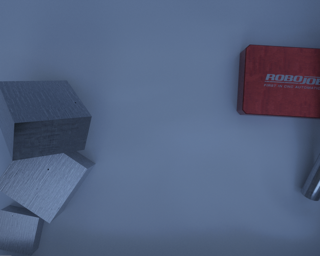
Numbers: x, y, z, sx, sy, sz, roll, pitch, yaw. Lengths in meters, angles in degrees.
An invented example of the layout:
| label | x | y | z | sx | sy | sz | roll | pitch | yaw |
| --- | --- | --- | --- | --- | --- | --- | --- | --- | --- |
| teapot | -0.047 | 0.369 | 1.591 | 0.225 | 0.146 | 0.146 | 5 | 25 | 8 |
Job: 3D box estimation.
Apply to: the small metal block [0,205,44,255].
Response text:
| label | x | y | z | sx | sy | sz | roll | pitch | yaw |
| --- | --- | --- | --- | --- | --- | --- | --- | --- | --- |
| small metal block | -0.185 | 0.134 | 0.409 | 0.050 | 0.025 | 0.050 | 12 | 90 | -1 |

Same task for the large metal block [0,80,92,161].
| label | x | y | z | sx | sy | sz | roll | pitch | yaw |
| --- | --- | --- | --- | --- | --- | --- | --- | --- | --- |
| large metal block | -0.137 | -0.013 | 0.361 | 0.081 | 0.080 | 0.050 | -7 | 131 | -36 |

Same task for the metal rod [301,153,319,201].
| label | x | y | z | sx | sy | sz | roll | pitch | yaw |
| --- | --- | --- | --- | --- | --- | --- | --- | --- | --- |
| metal rod | 0.236 | -0.042 | 0.357 | 0.025 | 0.025 | 0.298 | 14 | 113 | -1 |

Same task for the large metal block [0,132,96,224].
| label | x | y | z | sx | sy | sz | roll | pitch | yaw |
| --- | --- | --- | --- | --- | --- | --- | --- | --- | --- |
| large metal block | -0.144 | 0.060 | 0.397 | 0.080 | 0.050 | 0.080 | 34 | 90 | -1 |

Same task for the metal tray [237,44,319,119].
| label | x | y | z | sx | sy | sz | roll | pitch | yaw |
| --- | --- | --- | --- | --- | --- | --- | --- | --- | --- |
| metal tray | 0.173 | -0.059 | 0.411 | 0.131 | 0.030 | 0.089 | 3 | 90 | -1 |
